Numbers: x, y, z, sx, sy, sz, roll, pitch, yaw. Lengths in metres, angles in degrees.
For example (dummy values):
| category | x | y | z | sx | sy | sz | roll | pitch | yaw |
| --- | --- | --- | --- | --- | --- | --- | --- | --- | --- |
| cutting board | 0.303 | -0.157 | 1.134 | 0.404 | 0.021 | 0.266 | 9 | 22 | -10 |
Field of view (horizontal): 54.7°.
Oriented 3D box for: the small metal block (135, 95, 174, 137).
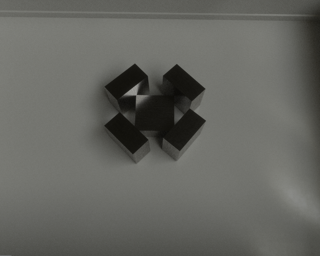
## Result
| category | x | y | z | sx | sy | sz | roll | pitch | yaw |
| --- | --- | --- | --- | --- | --- | --- | --- | --- | --- |
| small metal block | -0.007 | -0.016 | 0.413 | 0.050 | 0.025 | 0.050 | 1 | 70 | 0 |

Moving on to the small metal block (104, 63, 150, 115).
| category | x | y | z | sx | sy | sz | roll | pitch | yaw |
| --- | --- | --- | --- | --- | --- | --- | --- | --- | --- |
| small metal block | -0.042 | -0.050 | 0.412 | 0.050 | 0.050 | 0.025 | -40 | 74 | -13 |

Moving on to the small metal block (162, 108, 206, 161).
| category | x | y | z | sx | sy | sz | roll | pitch | yaw |
| --- | --- | --- | --- | --- | --- | --- | --- | --- | --- |
| small metal block | 0.029 | 0.010 | 0.390 | 0.025 | 0.050 | 0.050 | 39 | 74 | 12 |

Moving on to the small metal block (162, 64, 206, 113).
| category | x | y | z | sx | sy | sz | roll | pitch | yaw |
| --- | --- | --- | --- | --- | --- | --- | --- | --- | --- |
| small metal block | 0.030 | -0.049 | 0.412 | 0.025 | 0.050 | 0.050 | -43 | 77 | -15 |

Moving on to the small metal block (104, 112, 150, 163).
| category | x | y | z | sx | sy | sz | roll | pitch | yaw |
| --- | --- | --- | --- | --- | --- | --- | --- | --- | --- |
| small metal block | -0.040 | 0.014 | 0.389 | 0.025 | 0.050 | 0.050 | -43 | 76 | -13 |
